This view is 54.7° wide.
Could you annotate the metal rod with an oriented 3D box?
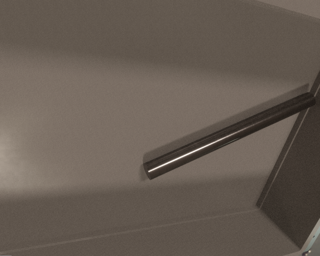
[{"bbox_3d":[0.116,0.007,0.478,0.302,0.025,0.025,-22,127,-15],"label":"metal rod"}]
